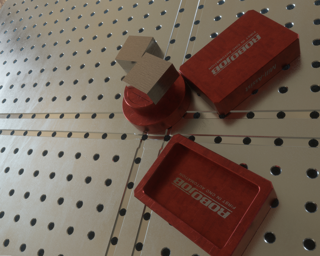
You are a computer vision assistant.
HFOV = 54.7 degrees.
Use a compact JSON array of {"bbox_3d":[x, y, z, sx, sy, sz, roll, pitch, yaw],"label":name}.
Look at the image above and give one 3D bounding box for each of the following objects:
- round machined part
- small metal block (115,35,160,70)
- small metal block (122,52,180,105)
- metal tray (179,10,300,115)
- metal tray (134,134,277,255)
[{"bbox_3d":[-0.010,-0.046,0.431,0.098,0.042,0.098,-13,56,21],"label":"round machined part"},{"bbox_3d":[-0.037,-0.121,0.502,0.050,0.025,0.050,15,69,34],"label":"small metal block"},{"bbox_3d":[-0.012,-0.065,0.400,0.050,0.025,0.050,32,79,38],"label":"small metal block"},{"bbox_3d":[0.102,-0.088,0.406,0.130,0.030,0.090,-39,51,1],"label":"metal tray"},{"bbox_3d":[0.045,0.071,0.337,0.130,0.030,0.090,28,77,37],"label":"metal tray"}]
